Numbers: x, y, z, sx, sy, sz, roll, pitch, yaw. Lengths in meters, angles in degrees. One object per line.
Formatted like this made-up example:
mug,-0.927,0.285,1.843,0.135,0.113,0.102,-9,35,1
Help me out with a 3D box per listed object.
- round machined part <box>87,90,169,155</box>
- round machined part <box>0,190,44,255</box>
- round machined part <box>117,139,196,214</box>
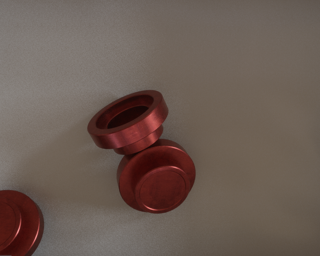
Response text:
round machined part,-0.035,-0.004,0.380,0.098,0.098,0.042,-25,117,0
round machined part,-0.199,0.123,0.381,0.099,0.042,0.098,1,61,-2
round machined part,-0.001,0.066,0.383,0.099,0.042,0.097,-7,116,-14
